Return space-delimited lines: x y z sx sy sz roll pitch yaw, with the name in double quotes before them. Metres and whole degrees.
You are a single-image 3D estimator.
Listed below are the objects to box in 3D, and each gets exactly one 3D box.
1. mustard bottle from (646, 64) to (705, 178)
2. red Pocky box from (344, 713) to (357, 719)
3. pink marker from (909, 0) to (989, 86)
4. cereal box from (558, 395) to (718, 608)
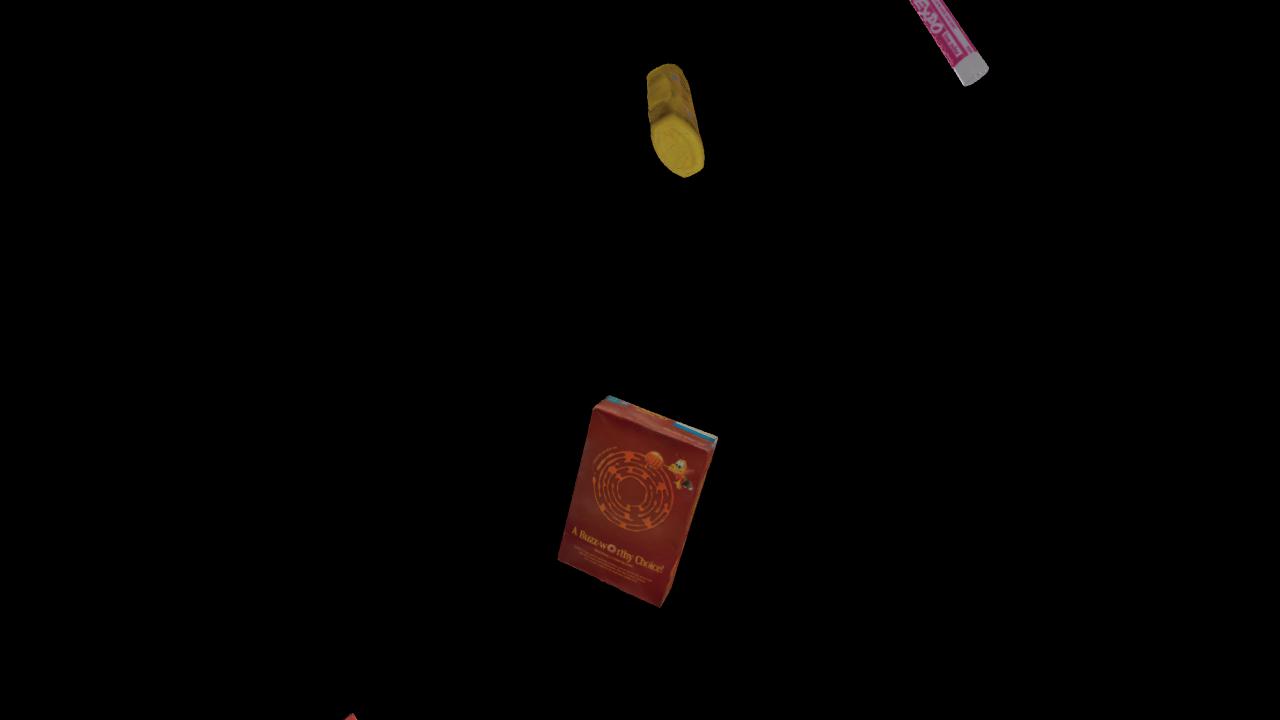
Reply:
"mustard bottle" 0.041 -0.320 0.777 0.054 0.184 0.092 -25 -42 26
"red Pocky box" -0.263 0.330 0.479 0.083 0.028 0.155 -30 -17 -45
"pink marker" 0.221 -0.261 0.462 0.020 0.121 0.020 -26 -9 -5
"cereal box" -0.008 0.236 1.036 0.203 0.306 0.081 19 17 16
